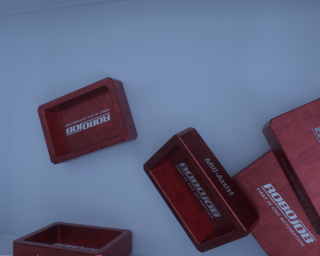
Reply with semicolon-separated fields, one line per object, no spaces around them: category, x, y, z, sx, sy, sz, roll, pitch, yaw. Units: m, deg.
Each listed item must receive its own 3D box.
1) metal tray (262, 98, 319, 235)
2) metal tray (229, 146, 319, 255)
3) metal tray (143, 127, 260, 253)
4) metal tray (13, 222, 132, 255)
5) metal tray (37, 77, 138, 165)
metal tray;0.179;0.036;0.322;0.090;0.030;0.130;-23;77;-3
metal tray;0.144;0.095;0.357;0.090;0.030;0.130;-40;78;15
metal tray;0.043;0.075;0.369;0.130;0.030;0.090;55;137;11
metal tray;-0.115;0.160;0.416;0.130;0.090;0.030;0;90;20
metal tray;-0.106;-0.008;0.445;0.130;0.030;0.090;-19;84;19
